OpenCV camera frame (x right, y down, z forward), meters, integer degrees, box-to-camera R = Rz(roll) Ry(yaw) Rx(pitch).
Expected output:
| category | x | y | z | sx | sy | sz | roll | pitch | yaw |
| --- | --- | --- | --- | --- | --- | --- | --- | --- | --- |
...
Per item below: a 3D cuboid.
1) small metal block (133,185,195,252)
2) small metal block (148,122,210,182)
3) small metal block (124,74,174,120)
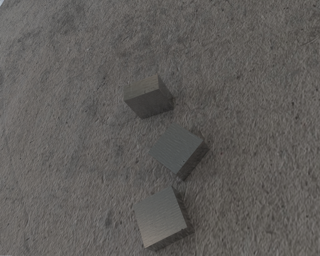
| category | x | y | z | sx | sy | sz | roll | pitch | yaw |
| --- | --- | --- | --- | --- | --- | --- | --- | --- | --- |
| small metal block | 0.004 | 0.100 | 0.341 | 0.050 | 0.025 | 0.050 | -29 | 52 | 9 |
| small metal block | 0.023 | 0.028 | 0.375 | 0.050 | 0.025 | 0.050 | 34 | 80 | 38 |
| small metal block | -0.015 | -0.041 | 0.421 | 0.050 | 0.050 | 0.025 | -17 | 55 | 18 |
